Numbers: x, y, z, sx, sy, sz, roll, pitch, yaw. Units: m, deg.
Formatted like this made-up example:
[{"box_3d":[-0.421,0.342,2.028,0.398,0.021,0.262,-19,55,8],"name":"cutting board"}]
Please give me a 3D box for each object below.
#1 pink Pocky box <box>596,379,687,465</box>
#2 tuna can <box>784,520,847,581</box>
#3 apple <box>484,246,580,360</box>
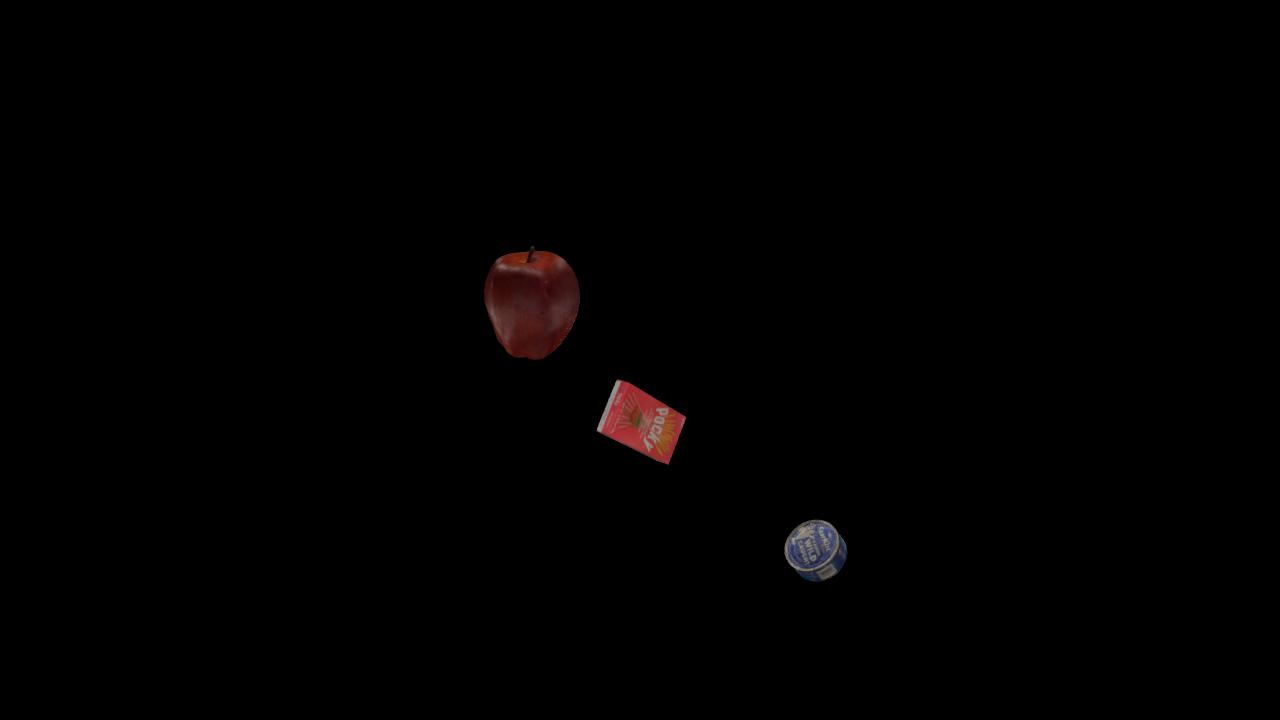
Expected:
[{"box_3d":[0.006,0.097,0.939,0.029,0.084,0.155,11,-17,44],"name":"pink Pocky box"},{"box_3d":[0.255,0.276,0.892,0.084,0.084,0.034,0,-43,53],"name":"tuna can"},{"box_3d":[-0.089,-0.048,0.510,0.079,0.093,0.079,3,25,-1],"name":"apple"}]
